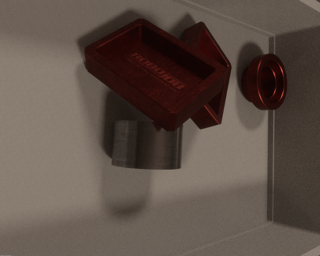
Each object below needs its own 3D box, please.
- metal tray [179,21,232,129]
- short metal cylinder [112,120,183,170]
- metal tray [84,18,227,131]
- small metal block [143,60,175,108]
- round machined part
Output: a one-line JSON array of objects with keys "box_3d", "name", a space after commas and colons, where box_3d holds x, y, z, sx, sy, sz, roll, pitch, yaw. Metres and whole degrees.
[{"box_3d": [0.058, -0.074, 0.428, 0.090, 0.030, 0.130, 47, 44, -30], "name": "metal tray"}, {"box_3d": [-0.014, 0.019, 0.361, 0.081, 0.080, 0.050, 5, 87, -40], "name": "short metal cylinder"}, {"box_3d": [-0.006, -0.064, 0.338, 0.090, 0.130, 0.030, -40, 154, -29], "name": "metal tray"}, {"box_3d": [0.006, -0.057, 0.414, 0.050, 0.025, 0.050, 45, 63, -31], "name": "small metal block"}, {"box_3d": [0.182, -0.080, 0.551, 0.099, 0.042, 0.097, 0, 90, -40], "name": "round machined part"}]
